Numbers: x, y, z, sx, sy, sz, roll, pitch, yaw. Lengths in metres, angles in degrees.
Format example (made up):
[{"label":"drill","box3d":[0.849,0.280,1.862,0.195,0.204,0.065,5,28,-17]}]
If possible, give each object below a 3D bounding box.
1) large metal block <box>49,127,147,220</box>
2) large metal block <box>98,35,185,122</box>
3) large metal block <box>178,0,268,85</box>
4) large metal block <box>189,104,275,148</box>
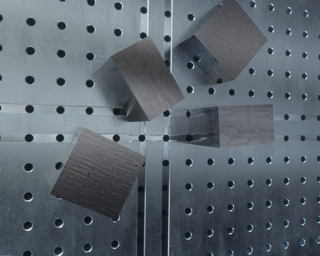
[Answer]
[{"label":"large metal block","box3d":[-0.075,0.052,0.372,0.080,0.050,0.080,28,81,-18]},{"label":"large metal block","box3d":[-0.025,-0.055,0.375,0.050,0.080,0.080,-34,102,-17]},{"label":"large metal block","box3d":[0.088,-0.120,0.433,0.080,0.050,0.080,45,76,-15]},{"label":"large metal block","box3d":[0.094,-0.004,0.420,0.081,0.080,0.050,-4,92,-20]}]
